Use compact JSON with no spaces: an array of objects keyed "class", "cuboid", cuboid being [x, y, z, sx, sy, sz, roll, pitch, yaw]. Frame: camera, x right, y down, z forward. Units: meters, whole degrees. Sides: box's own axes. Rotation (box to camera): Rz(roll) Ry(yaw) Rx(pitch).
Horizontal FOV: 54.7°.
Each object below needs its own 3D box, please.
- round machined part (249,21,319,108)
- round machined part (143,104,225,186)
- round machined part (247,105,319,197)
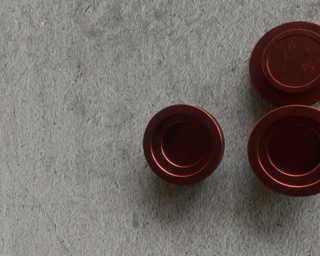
[{"class":"round machined part","cuboid":[0.151,-0.071,0.347,0.098,0.042,0.097,0,90,20]},{"class":"round machined part","cuboid":[0.032,0.020,0.389,0.098,0.042,0.097,0,90,20]},{"class":"round machined part","cuboid":[0.150,0.024,0.346,0.098,0.042,0.097,0,91,20]}]
